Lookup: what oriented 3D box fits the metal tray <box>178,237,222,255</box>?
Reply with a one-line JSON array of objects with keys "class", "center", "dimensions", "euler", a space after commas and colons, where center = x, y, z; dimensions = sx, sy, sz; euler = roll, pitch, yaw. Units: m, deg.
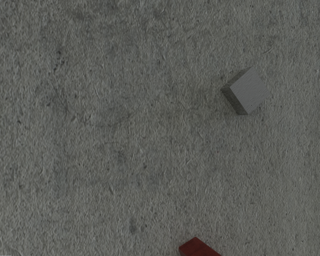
[{"class": "metal tray", "center": [0.077, 0.218, 0.404], "dimensions": [0.030, 0.090, 0.129], "euler": [-26, 99, -18]}]

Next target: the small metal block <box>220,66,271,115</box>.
[{"class": "small metal block", "center": [0.126, -0.054, 0.457], "dimensions": [0.050, 0.025, 0.050], "euler": [-41, 104, -16]}]
